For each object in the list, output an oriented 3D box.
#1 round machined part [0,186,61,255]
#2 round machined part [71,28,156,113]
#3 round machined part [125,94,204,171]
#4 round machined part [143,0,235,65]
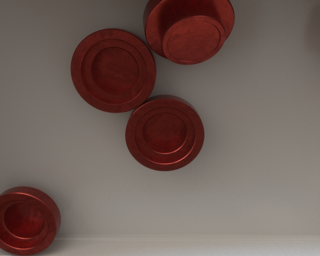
[{"bbox_3d":[-0.191,0.128,0.444,0.099,0.042,0.097,0,104,0],"label":"round machined part"},{"bbox_3d":[-0.053,-0.071,0.376,0.099,0.042,0.097,0,110,0],"label":"round machined part"},{"bbox_3d":[0.006,0.003,0.403,0.099,0.042,0.097,0,110,0],"label":"round machined part"},{"bbox_3d":[0.033,-0.107,0.336,0.099,0.042,0.098,-7,149,-4],"label":"round machined part"}]
